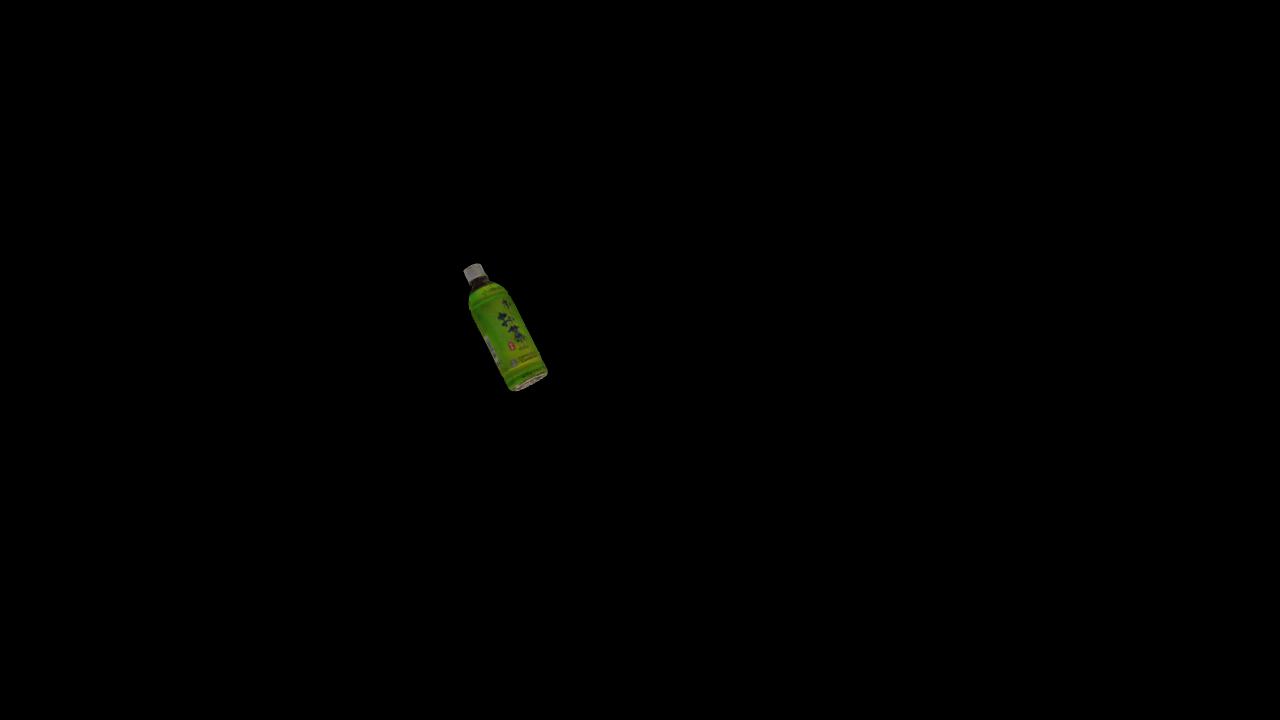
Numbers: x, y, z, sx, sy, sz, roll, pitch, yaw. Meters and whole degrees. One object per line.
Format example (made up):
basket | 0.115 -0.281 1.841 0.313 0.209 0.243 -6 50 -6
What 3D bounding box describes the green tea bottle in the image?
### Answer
green tea bottle | -0.224 -0.056 0.987 0.073 0.212 0.073 -29 -3 -1
